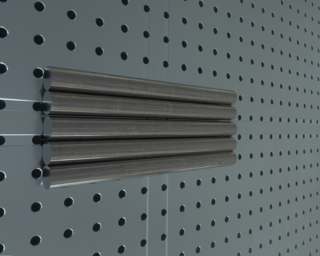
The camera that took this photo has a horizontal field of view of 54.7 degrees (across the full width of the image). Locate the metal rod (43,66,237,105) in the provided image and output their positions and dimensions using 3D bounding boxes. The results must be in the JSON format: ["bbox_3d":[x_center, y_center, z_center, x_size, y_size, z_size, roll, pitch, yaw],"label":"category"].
[{"bbox_3d":[0.001,-0.050,0.412,0.302,0.025,0.025,0,90,-40],"label":"metal rod"}]

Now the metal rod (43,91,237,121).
[{"bbox_3d":[0.001,-0.025,0.412,0.302,0.025,0.025,0,90,-40],"label":"metal rod"}]

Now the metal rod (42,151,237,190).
[{"bbox_3d":[0.000,0.050,0.411,0.302,0.025,0.025,0,90,-40],"label":"metal rod"}]

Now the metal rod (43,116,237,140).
[{"bbox_3d":[0.001,0.001,0.412,0.302,0.025,0.025,0,90,-40],"label":"metal rod"}]

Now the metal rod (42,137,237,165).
[{"bbox_3d":[0.001,0.026,0.411,0.302,0.025,0.025,0,90,-40],"label":"metal rod"}]
